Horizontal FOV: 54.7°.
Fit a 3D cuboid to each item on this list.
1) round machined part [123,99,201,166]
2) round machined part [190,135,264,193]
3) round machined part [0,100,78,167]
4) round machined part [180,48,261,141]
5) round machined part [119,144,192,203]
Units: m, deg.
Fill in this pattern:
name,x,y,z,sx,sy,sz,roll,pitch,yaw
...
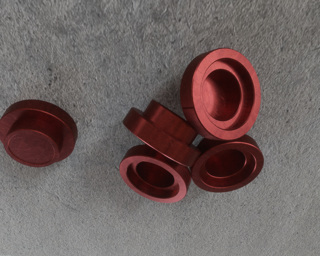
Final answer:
name,x,y,z,sx,sy,sz,roll,pitch,yaw
round machined part,0.008,0.001,0.369,0.098,0.098,0.042,31,95,-24
round machined part,0.088,0.042,0.428,0.099,0.042,0.097,-4,130,-5
round machined part,-0.162,0.014,0.406,0.099,0.042,0.097,0,130,0
round machined part,0.062,-0.035,0.343,0.098,0.098,0.042,36,162,-27
round machined part,-0.003,0.057,0.431,0.098,0.042,0.097,14,136,14
